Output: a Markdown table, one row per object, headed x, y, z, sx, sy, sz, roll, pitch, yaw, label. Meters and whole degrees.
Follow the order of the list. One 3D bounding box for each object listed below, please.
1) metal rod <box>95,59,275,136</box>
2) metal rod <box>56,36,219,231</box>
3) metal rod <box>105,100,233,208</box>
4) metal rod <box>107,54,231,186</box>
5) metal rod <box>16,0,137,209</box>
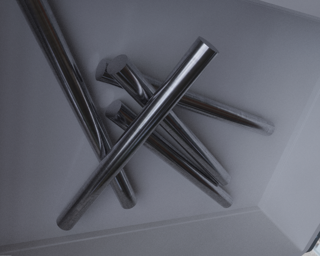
| x | y | z | sx | sy | sz | roll | pitch | yaw | label |
| --- | --- | --- | --- | --- | --- | --- | --- | --- | --- |
| 0.056 | -0.031 | 0.419 | 0.302 | 0.025 | 0.025 | 15 | 111 | -35 | metal rod |
| -0.041 | 0.025 | 0.355 | 0.025 | 0.025 | 0.299 | 20 | 122 | -36 | metal rod |
| 0.032 | 0.054 | 0.459 | 0.025 | 0.025 | 0.300 | -46 | 129 | 4 | metal rod |
| 0.032 | 0.011 | 0.412 | 0.025 | 0.025 | 0.300 | -43 | 136 | 2 | metal rod |
| -0.080 | -0.006 | 0.360 | 0.025 | 0.025 | 0.299 | -27 | 128 | -12 | metal rod |
